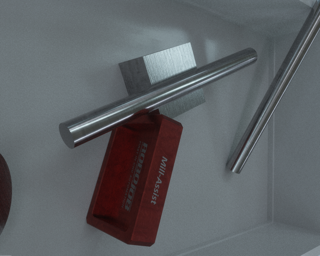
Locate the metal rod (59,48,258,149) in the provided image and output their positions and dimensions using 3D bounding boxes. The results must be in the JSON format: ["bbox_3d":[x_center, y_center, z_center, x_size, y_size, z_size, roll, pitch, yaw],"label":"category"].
[{"bbox_3d":[0.025,-0.049,0.363,0.302,0.025,0.025,-28,108,-37],"label":"metal rod"}]

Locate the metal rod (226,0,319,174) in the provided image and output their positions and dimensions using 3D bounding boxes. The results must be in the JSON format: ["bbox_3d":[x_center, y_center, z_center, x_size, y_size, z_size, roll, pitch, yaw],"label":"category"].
[{"bbox_3d":[0.184,-0.062,0.483,0.025,0.025,0.298,15,106,-40],"label":"metal rod"}]

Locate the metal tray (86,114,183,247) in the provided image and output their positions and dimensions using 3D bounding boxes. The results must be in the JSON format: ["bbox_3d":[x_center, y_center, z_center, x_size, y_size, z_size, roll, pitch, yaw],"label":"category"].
[{"bbox_3d":[-0.030,0.051,0.341,0.030,0.090,0.130,24,75,-38],"label":"metal tray"}]

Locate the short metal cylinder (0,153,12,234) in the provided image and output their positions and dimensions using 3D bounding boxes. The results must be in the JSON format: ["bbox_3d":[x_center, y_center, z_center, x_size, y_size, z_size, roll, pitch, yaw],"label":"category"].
[{"bbox_3d":[-0.157,0.054,0.232,0.050,0.080,0.079,-1,91,3],"label":"short metal cylinder"}]

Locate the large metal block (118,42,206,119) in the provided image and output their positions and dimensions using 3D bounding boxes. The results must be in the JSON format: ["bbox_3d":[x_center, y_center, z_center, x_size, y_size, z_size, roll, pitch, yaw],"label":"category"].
[{"bbox_3d":[0.005,-0.057,0.396,0.081,0.050,0.080,-27,108,-37],"label":"large metal block"}]
